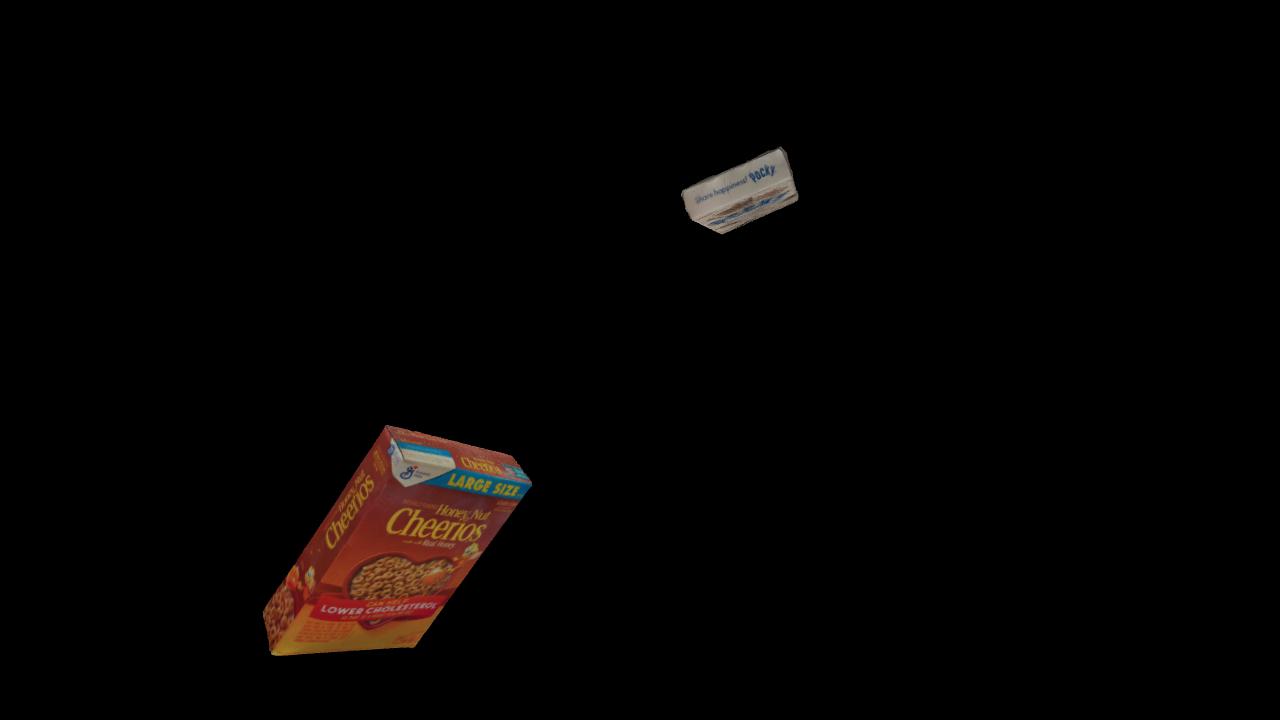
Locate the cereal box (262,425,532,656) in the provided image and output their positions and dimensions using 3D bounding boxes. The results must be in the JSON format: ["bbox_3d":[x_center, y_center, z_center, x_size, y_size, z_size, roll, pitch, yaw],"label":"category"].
[{"bbox_3d":[-0.308,0.241,0.799,0.203,0.306,0.081,28,12,-49],"label":"cereal box"}]

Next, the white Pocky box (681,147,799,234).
[{"bbox_3d":[0.093,-0.142,0.533,0.084,0.028,0.154,-20,1,18],"label":"white Pocky box"}]
